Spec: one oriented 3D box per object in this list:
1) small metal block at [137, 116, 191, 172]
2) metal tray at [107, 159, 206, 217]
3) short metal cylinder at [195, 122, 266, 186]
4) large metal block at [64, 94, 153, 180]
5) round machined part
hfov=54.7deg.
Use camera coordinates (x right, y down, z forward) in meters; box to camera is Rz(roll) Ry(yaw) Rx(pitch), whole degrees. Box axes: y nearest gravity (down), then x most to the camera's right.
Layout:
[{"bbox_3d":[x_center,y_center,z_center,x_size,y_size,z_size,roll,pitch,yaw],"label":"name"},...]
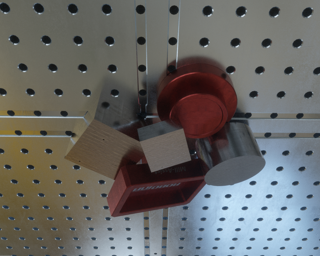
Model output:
[{"bbox_3d":[0.006,0.020,0.368,0.050,0.025,0.050,-17,126,0],"label":"small metal block"},{"bbox_3d":[-0.001,0.085,0.443,0.131,0.030,0.089,-2,142,-28],"label":"metal tray"},{"bbox_3d":[0.092,0.036,0.412,0.081,0.050,0.080,-9,145,-6],"label":"short metal cylinder"},{"bbox_3d":[-0.066,0.016,0.408,0.080,0.050,0.080,29,124,-22],"label":"large metal block"},{"bbox_3d":[0.046,-0.025,0.379,0.099,0.042,0.097,0,130,0],"label":"round machined part"}]
